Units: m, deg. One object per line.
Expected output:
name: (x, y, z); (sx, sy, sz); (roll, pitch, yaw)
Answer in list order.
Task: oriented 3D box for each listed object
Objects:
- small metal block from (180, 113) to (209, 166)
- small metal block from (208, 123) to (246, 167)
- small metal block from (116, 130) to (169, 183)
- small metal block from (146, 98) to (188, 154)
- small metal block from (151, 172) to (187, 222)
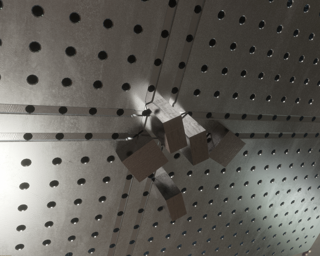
small metal block: (0.042, 0.015, 0.429); (0.025, 0.050, 0.050); (-23, 127, -15)
small metal block: (0.098, 0.027, 0.484); (0.050, 0.025, 0.050); (33, 100, -39)
small metal block: (-0.024, 0.039, 0.424); (0.050, 0.025, 0.050); (-36, 130, -5)
small metal block: (0.009, -0.003, 0.399); (0.025, 0.050, 0.050); (-25, 128, -14)
small metal block: (0.014, 0.104, 0.469); (0.025, 0.050, 0.050); (-25, 128, -13)
